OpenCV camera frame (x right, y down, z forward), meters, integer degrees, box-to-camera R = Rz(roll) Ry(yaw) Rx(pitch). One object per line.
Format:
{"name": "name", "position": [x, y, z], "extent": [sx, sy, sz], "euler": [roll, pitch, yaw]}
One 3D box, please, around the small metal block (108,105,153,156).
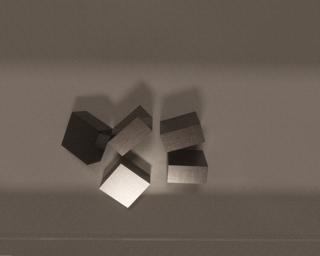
{"name": "small metal block", "position": [-0.037, 0.002, 0.398], "extent": [0.050, 0.050, 0.025], "euler": [-40, 106, 13]}

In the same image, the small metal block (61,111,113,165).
{"name": "small metal block", "position": [-0.095, 0.012, 0.402], "extent": [0.050, 0.025, 0.050], "euler": [32, 110, 23]}

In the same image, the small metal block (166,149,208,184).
{"name": "small metal block", "position": [0.035, 0.051, 0.417], "extent": [0.050, 0.050, 0.025], "euler": [3, 110, -2]}

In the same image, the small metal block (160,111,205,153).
{"name": "small metal block", "position": [0.028, 0.004, 0.400], "extent": [0.050, 0.050, 0.025], "euler": [-16, 110, 5]}

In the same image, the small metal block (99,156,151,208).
{"name": "small metal block", "position": [-0.049, 0.076, 0.439], "extent": [0.050, 0.025, 0.050], "euler": [38, 105, -13]}
